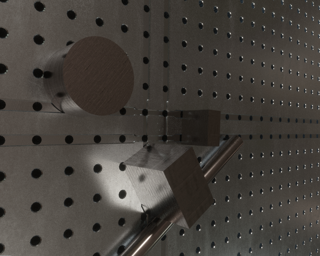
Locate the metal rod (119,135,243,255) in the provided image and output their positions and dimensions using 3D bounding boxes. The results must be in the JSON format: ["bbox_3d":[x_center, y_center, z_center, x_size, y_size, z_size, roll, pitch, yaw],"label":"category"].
[{"bbox_3d":[0.031,0.103,0.437,0.302,0.025,0.025,-40,115,-33],"label":"metal rod"}]

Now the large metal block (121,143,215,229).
[{"bbox_3d":[0.009,0.068,0.383,0.050,0.080,0.080,-37,113,-34],"label":"large metal block"}]

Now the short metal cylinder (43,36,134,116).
[{"bbox_3d":[-0.075,-0.052,0.331,0.081,0.050,0.079,0,90,-40],"label":"short metal cylinder"}]

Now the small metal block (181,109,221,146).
[{"bbox_3d":[0.058,0.000,0.444,0.025,0.050,0.050,4,88,-40],"label":"small metal block"}]
